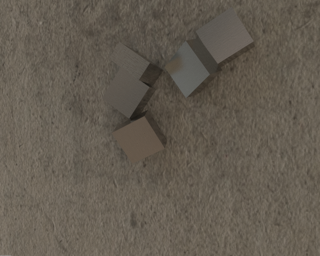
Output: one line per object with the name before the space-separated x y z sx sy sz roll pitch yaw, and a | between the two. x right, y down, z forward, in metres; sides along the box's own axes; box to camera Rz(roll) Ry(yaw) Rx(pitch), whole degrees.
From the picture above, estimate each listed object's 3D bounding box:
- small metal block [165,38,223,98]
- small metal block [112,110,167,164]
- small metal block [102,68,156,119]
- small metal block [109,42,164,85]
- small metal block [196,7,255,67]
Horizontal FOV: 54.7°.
small metal block | 0.040 -0.073 0.382 0.050 0.025 0.050 57 138 11
small metal block | -0.026 0.012 0.408 0.050 0.025 0.050 -27 106 18
small metal block | -0.042 -0.047 0.423 0.050 0.025 0.050 37 101 16
small metal block | -0.030 -0.083 0.405 0.050 0.050 0.025 37 102 16
small metal block | 0.080 -0.110 0.380 0.050 0.025 0.050 -31 80 17
